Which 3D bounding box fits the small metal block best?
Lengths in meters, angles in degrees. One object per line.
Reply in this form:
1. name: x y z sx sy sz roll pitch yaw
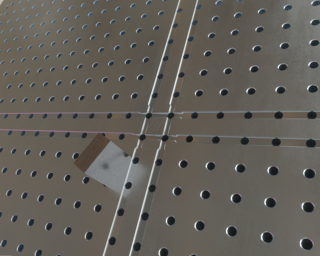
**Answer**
1. small metal block: -0.074 0.042 0.404 0.025 0.050 0.050 31 79 37
